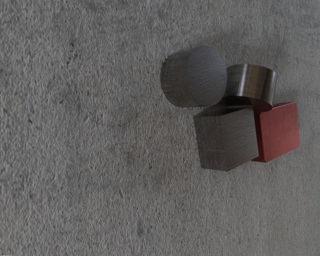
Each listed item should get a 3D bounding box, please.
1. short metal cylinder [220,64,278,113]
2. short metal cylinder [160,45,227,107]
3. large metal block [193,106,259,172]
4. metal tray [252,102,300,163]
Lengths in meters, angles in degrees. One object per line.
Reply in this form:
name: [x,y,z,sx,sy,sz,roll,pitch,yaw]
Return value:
short metal cylinder: [0.137,-0.060,0.484,0.080,0.080,0.050,20,77,-38]
short metal cylinder: [0.047,-0.069,0.428,0.081,0.050,0.080,0,90,-40]
large metal block: [0.102,0.014,0.474,0.081,0.050,0.079,-16,100,-39]
metal tray: [0.214,0.005,0.581,0.131,0.030,0.089,-14,99,-39]
